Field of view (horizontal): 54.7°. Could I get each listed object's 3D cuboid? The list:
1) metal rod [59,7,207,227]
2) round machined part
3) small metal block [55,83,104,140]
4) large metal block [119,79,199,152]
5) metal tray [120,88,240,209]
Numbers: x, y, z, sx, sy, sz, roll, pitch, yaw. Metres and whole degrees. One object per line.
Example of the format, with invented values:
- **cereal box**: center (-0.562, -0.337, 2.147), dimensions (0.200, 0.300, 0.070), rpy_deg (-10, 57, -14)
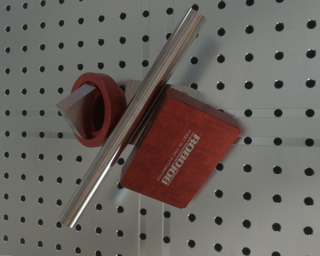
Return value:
- **metal rod**: center (-0.039, -0.004, 0.372), dimensions (0.025, 0.025, 0.299), rpy_deg (36, 101, 16)
- **round machined part**: center (-0.079, -0.024, 0.416), dimensions (0.098, 0.042, 0.097), rpy_deg (4, 95, 44)
- **small metal block**: center (-0.098, -0.022, 0.403), dimensions (0.050, 0.050, 0.025), rpy_deg (-42, 43, -21)
- **large metal block**: center (-0.001, -0.015, 0.398), dimensions (0.080, 0.050, 0.079), rpy_deg (10, 93, 19)
- **metal tray**: center (0.020, 0.029, 0.366), dimensions (0.090, 0.030, 0.129), rpy_deg (24, 115, -14)
